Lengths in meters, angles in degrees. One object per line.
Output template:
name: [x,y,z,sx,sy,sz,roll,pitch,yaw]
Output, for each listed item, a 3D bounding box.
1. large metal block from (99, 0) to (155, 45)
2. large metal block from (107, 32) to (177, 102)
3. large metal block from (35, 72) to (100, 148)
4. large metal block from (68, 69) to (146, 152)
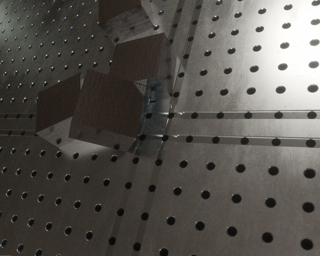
large metal block: [-0.060,-0.207,0.549,0.080,0.050,0.080,-19,55,17]
large metal block: [-0.025,-0.085,0.456,0.080,0.050,0.080,-6,59,24]
large metal block: [-0.141,-0.027,0.481,0.080,0.050,0.080,-23,54,14]
large metal block: [-0.070,-0.022,0.414,0.081,0.050,0.080,15,61,-13]
